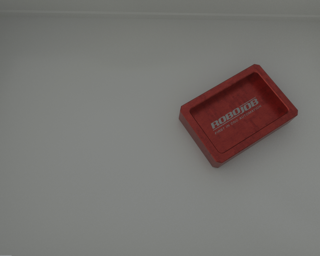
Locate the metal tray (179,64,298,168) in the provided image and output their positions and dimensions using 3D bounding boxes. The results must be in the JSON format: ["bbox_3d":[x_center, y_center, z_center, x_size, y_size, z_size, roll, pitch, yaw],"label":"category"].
[{"bbox_3d":[0.103,-0.018,0.414,0.131,0.030,0.090,-30,73,-11],"label":"metal tray"}]
